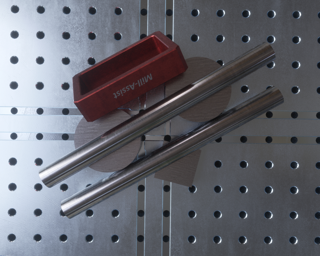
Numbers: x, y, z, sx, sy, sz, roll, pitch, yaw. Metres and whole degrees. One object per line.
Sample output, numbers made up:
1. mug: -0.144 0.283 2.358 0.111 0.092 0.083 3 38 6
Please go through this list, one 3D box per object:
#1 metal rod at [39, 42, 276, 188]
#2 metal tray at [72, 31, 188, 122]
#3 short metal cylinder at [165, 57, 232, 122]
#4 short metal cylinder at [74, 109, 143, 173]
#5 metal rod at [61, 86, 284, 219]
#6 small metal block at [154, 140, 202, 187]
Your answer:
1. metal rod: -0.003 -0.016 0.362 0.301 0.025 0.025 -30 90 -1
2. metal tray: -0.041 -0.067 0.379 0.130 0.090 0.030 -29 122 -1
3. short metal cylinder: 0.047 -0.047 0.402 0.081 0.050 0.079 0 90 -1
4. short metal cylinder: -0.064 0.014 0.400 0.081 0.050 0.079 0 90 -1
5. metal rod: 0.016 0.030 0.387 0.301 0.025 0.025 -29 90 -1
6. small metal block: 0.023 0.046 0.413 0.050 0.025 0.050 15 90 -1
